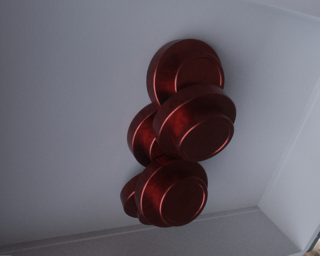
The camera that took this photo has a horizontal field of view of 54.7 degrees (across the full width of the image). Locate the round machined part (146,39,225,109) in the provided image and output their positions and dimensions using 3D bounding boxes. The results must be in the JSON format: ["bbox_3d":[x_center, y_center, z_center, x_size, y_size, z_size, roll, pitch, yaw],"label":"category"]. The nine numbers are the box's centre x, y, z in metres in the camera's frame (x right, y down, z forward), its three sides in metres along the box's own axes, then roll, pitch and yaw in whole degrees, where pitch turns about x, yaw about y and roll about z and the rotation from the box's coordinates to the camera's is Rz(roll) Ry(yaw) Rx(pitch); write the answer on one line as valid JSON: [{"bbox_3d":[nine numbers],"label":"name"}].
[{"bbox_3d":[0.037,-0.056,0.367,0.099,0.042,0.097,-7,106,-27],"label":"round machined part"}]

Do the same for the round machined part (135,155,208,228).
[{"bbox_3d":[0.021,0.084,0.393,0.099,0.042,0.097,-10,112,-26],"label":"round machined part"}]

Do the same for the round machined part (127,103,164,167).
[{"bbox_3d":[0.010,0.015,0.410,0.099,0.042,0.097,-14,123,-21],"label":"round machined part"}]

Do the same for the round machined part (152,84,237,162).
[{"bbox_3d":[0.044,0.001,0.354,0.099,0.042,0.097,-15,137,-15],"label":"round machined part"}]

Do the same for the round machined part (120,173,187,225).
[{"bbox_3d":[-0.003,0.101,0.439,0.099,0.042,0.097,-15,139,-13],"label":"round machined part"}]
